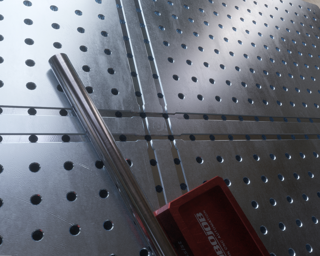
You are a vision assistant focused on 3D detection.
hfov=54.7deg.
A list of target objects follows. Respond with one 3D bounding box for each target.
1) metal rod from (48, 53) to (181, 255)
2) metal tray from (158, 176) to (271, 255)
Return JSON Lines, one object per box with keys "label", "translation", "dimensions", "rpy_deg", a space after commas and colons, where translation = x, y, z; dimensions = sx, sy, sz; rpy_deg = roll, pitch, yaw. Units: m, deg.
{"label": "metal rod", "translation": [-0.053, 0.038, 0.356], "dimensions": [0.025, 0.025, 0.299], "rpy_deg": [-22, 73, -36]}
{"label": "metal tray", "translation": [0.067, 0.132, 0.360], "dimensions": [0.091, 0.030, 0.130], "rpy_deg": [-20, 73, -36]}
